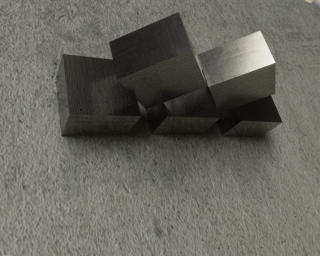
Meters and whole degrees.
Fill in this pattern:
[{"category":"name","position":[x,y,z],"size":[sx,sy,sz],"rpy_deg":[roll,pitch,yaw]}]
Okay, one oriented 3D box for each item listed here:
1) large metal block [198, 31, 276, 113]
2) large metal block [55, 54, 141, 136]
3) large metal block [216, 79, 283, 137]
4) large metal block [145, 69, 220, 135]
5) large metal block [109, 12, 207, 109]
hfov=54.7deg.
[{"category":"large metal block","position":[0.103,-0.070,0.409],"size":[0.080,0.080,0.050],"rpy_deg":[-19,64,12]},{"category":"large metal block","position":[-0.077,-0.037,0.372],"size":[0.081,0.050,0.080],"rpy_deg":[0,62,-29]},{"category":"large metal block","position":[0.130,-0.033,0.482],"size":[0.081,0.050,0.080],"rpy_deg":[1,61,-28]},{"category":"large metal block","position":[0.025,-0.037,0.427],"size":[0.081,0.050,0.080],"rpy_deg":[1,62,-28]},{"category":"large metal block","position":[0.001,-0.071,0.351],"size":[0.080,0.080,0.050],"rpy_deg":[45,27,-63]}]
